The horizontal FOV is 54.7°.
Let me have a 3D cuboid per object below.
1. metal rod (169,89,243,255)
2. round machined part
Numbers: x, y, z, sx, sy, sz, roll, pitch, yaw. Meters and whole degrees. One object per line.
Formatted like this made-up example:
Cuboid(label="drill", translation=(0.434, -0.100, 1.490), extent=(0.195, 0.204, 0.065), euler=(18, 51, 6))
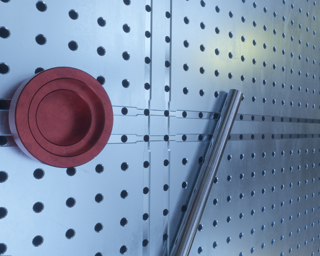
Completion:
Cuboid(label="metal rod", translation=(0.070, 0.074, 0.468), extent=(0.025, 0.025, 0.300), euler=(36, 68, -35))
Cuboid(label="round machined part", translation=(-0.100, -0.010, 0.314), extent=(0.099, 0.042, 0.097), euler=(0, 90, -40))
